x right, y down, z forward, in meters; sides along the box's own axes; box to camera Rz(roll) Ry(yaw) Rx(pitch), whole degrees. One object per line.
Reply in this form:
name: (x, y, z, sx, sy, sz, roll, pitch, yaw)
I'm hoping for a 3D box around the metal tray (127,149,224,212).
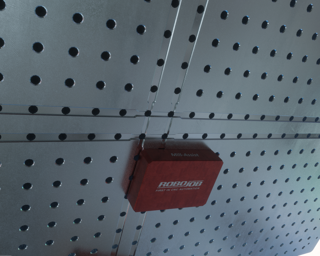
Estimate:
metal tray: (0.024, 0.078, 0.469, 0.131, 0.030, 0.089, 3, 117, -30)
